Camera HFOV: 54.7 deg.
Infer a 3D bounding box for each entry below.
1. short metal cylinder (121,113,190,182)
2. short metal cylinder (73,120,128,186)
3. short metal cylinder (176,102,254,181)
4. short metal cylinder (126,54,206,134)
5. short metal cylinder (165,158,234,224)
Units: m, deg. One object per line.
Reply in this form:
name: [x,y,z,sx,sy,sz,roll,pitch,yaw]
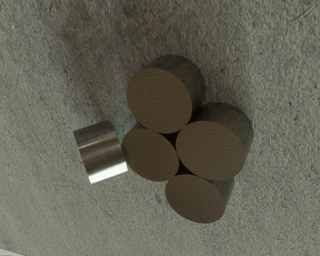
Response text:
short metal cylinder: [-0.003,0.023,0.408,0.080,0.050,0.079,13,124,21]
short metal cylinder: [-0.083,0.034,0.430,0.080,0.050,0.080,161,90,-76]
short metal cylinder: [0.066,0.015,0.367,0.080,0.050,0.079,13,124,21]
short metal cylinder: [0.008,-0.040,0.363,0.080,0.050,0.079,13,124,21]
short metal cylinder: [0.054,0.079,0.413,0.080,0.050,0.079,13,124,21]
